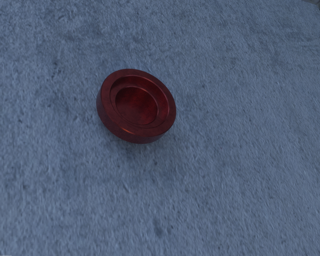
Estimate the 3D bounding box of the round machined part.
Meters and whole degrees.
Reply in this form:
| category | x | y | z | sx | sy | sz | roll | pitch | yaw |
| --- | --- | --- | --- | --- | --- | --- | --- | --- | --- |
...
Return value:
| category | x | y | z | sx | sy | sz | roll | pitch | yaw |
| --- | --- | --- | --- | --- | --- | --- | --- | --- | --- |
| round machined part | -0.032 | -0.023 | 0.391 | 0.099 | 0.042 | 0.098 | 14 | 56 | -21 |
